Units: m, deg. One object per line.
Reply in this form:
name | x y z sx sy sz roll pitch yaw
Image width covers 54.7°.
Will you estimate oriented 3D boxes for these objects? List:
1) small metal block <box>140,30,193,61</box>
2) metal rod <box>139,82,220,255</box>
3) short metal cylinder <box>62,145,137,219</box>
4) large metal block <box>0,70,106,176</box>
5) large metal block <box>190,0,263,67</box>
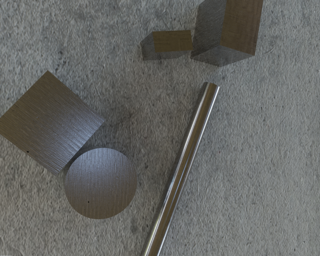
small metal block | 0.008 -0.106 0.399 0.050 0.050 0.025 -9 93 -20
metal rod | 0.020 0.079 0.416 0.025 0.025 0.299 23 82 -19
short metal cylinder | -0.073 0.062 0.369 0.081 0.050 0.080 0 90 -20
large metal block | -0.123 -0.005 0.350 0.080 0.050 0.080 43 77 -15
large metal block | 0.086 -0.133 0.412 0.050 0.080 0.080 11 87 -20
